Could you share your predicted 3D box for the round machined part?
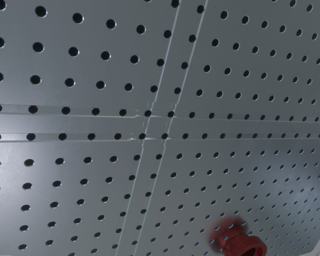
[{"bbox_3d":[0.174,0.264,0.657,0.099,0.042,0.097,-14,124,-21],"label":"round machined part"}]
